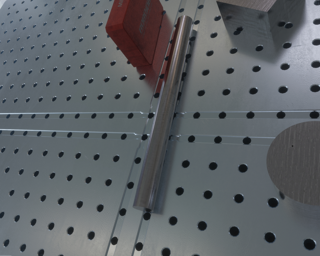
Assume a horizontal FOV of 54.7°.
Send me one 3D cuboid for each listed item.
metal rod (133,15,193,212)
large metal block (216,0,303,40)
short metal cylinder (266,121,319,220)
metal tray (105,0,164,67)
[{"bbox_3d":[0.010,-0.037,0.425,0.025,0.025,0.300,-2,61,27],"label":"metal rod"},{"bbox_3d":[0.140,-0.178,0.428,0.080,0.050,0.080,32,79,38],"label":"large metal block"},{"bbox_3d":[0.146,0.040,0.291,0.080,0.050,0.080,-13,56,21],"label":"short metal cylinder"},{"bbox_3d":[-0.035,-0.174,0.492,0.030,0.090,0.130,-4,60,26],"label":"metal tray"}]
